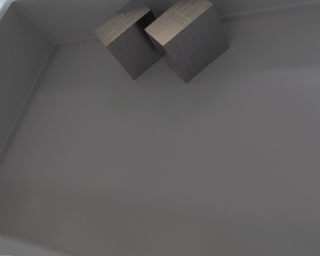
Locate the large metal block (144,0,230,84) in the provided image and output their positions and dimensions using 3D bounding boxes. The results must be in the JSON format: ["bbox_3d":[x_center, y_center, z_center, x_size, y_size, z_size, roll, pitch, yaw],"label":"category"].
[{"bbox_3d":[0.039,-0.122,0.425,0.080,0.080,0.050,-40,51,1],"label":"large metal block"}]

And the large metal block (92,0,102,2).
[{"bbox_3d":[-0.119,-0.312,0.627,0.080,0.080,0.050,-2,61,27],"label":"large metal block"}]

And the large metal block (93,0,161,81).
[{"bbox_3d":[-0.039,-0.134,0.473,0.080,0.080,0.050,-39,51,2],"label":"large metal block"}]
